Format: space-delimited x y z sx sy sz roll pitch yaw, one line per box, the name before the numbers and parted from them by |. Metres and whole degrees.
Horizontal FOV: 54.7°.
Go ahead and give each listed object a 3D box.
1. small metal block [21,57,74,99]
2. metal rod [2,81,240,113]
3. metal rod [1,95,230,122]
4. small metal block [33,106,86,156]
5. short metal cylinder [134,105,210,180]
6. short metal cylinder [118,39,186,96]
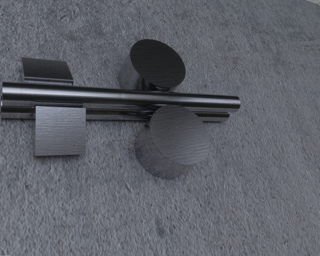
small metal block | -0.131 -0.057 0.357 0.050 0.025 0.050 0 35 -28
metal rod | -0.025 -0.035 0.381 0.303 0.025 0.025 0 62 -28
metal rod | -0.035 -0.022 0.400 0.303 0.025 0.025 0 62 -28
small metal block | -0.108 0.003 0.332 0.050 0.025 0.050 1 88 -29
short metal cylinder | 0.014 0.018 0.386 0.081 0.050 0.080 14 56 -21
short metal cylinder | -0.012 -0.075 0.428 0.081 0.050 0.080 14 56 -21
